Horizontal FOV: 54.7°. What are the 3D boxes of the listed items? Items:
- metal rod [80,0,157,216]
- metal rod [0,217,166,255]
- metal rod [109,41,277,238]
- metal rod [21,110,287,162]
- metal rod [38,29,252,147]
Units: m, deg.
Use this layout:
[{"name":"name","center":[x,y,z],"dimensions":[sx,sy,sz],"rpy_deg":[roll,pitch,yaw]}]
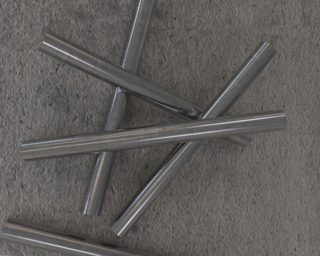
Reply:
[{"name":"metal rod","center":[-0.049,-0.041,0.390],"dimensions":[0.025,0.025,0.299],"rpy_deg":[16,85,-19]},{"name":"metal rod","center":[-0.041,0.165,0.394],"dimensions":[0.302,0.025,0.025],"rpy_deg":[22,83,-19]},{"name":"metal rod","center":[0.042,0.014,0.391],"dimensions":[0.025,0.025,0.300],"rpy_deg":[40,89,-16]},{"name":"metal rod","center":[-0.004,0.008,0.362],"dimensions":[0.302,0.025,0.025],"rpy_deg":[-7,93,-3]},{"name":"metal rod","center":[0.003,-0.037,0.388],"dimensions":[0.302,0.025,0.025],"rpy_deg":[24,82,-27]}]
